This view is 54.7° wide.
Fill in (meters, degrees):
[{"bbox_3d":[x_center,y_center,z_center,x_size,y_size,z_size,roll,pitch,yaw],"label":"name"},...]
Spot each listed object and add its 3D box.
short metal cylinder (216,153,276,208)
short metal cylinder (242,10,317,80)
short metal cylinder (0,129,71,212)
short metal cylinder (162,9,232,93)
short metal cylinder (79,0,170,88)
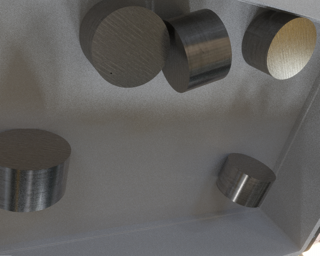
[{"bbox_3d":[0.139,0.083,0.503,0.081,0.080,0.050,6,115,-32],"label":"short metal cylinder"},{"bbox_3d":[0.157,-0.111,0.412,0.081,0.050,0.079,-14,125,-21],"label":"short metal cylinder"},{"bbox_3d":[-0.138,0.041,0.324,0.081,0.080,0.050,0,118,-29],"label":"short metal cylinder"},{"bbox_3d":[0.034,-0.084,0.341,0.050,0.080,0.079,-21,127,-16],"label":"short metal cylinder"},{"bbox_3d":[-0.037,-0.088,0.319,0.081,0.050,0.079,-14,125,-21],"label":"short metal cylinder"}]
